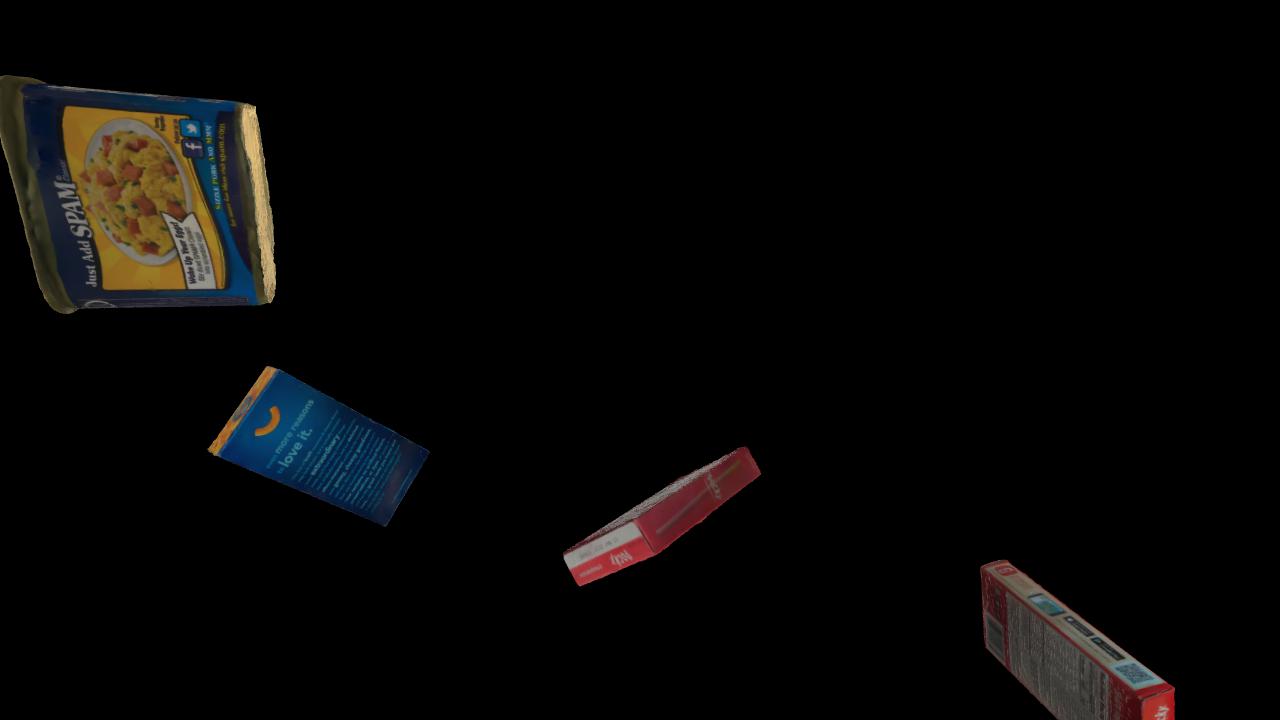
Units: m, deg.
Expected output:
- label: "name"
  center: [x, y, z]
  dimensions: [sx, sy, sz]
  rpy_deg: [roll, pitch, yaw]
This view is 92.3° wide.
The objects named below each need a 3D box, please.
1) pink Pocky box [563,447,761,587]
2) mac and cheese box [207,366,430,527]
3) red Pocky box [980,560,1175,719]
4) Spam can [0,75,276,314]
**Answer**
- label: "pink Pocky box"
  center: [0.022, 0.114, 0.467]
  dimensions: [0.084, 0.029, 0.155]
  rpy_deg: [-35, -10, 37]
- label: "mac and cheese box"
  center: [-0.313, 0.092, 0.622]
  dimensions: [0.041, 0.093, 0.184]
  rpy_deg: [8, -26, 42]
- label: "red Pocky box"
  center: [0.312, 0.224, 0.453]
  dimensions: [0.028, 0.083, 0.155]
  rpy_deg: [-10, 13, -4]
- label: "Spam can"
  center: [-0.228, -0.075, 0.293]
  dimensions: [0.085, 0.101, 0.058]
  rpy_deg: [-4, 23, -23]
